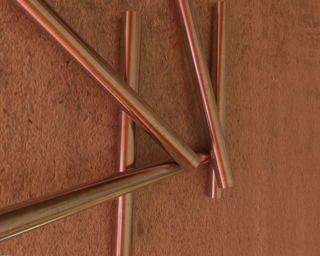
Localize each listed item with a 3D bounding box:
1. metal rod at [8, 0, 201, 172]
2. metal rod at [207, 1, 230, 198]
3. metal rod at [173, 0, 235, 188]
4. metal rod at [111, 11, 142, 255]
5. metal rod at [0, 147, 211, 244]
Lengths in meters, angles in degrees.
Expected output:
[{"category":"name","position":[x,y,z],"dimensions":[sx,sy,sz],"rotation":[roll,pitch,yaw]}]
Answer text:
[{"category":"metal rod","position":[-0.058,-0.053,0.331],"dimensions":[0.300,0.025,0.025],"rotation":[45,63,-22]},{"category":"metal rod","position":[0.090,-0.044,0.479],"dimensions":[0.025,0.025,0.298],"rotation":[4,88,-40]},{"category":"metal rod","position":[0.060,-0.060,0.438],"dimensions":[0.025,0.025,0.298],"rotation":[-18,97,-39]},{"category":"metal rod","position":[-0.040,0.012,0.371],"dimensions":[0.025,0.025,0.298],"rotation":[4,88,-40]},{"category":"metal rod","position":[-0.030,0.057,0.342],"dimensions":[0.302,0.025,0.025],"rotation":[-10,97,-51]}]
